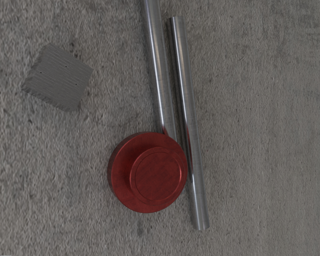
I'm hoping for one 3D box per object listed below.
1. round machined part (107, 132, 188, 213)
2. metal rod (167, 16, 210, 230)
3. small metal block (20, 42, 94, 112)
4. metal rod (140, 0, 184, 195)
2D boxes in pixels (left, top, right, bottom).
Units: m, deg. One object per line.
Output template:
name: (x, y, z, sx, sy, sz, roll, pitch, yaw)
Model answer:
round machined part: (-0.009, 0.054, 0.369, 0.099, 0.042, 0.097, -1, 94, -24)
metal rod: (0.041, -0.002, 0.438, 0.025, 0.025, 0.298, -13, 98, -39)
small metal block: (-0.104, -0.050, 0.317, 0.050, 0.025, 0.050, 31, 71, -36)
metal rod: (0.001, -0.058, 0.404, 0.025, 0.025, 0.298, -13, 99, -39)
